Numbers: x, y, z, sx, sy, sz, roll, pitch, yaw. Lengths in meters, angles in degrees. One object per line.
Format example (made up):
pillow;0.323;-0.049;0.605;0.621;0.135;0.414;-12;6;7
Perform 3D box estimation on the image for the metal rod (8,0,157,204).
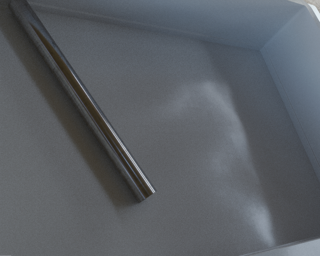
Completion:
metal rod;-0.100;-0.041;0.377;0.025;0.025;0.299;-28;77;-37
